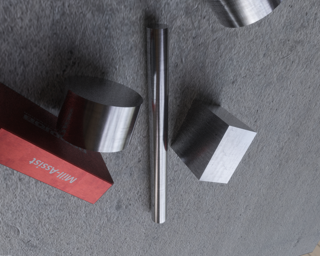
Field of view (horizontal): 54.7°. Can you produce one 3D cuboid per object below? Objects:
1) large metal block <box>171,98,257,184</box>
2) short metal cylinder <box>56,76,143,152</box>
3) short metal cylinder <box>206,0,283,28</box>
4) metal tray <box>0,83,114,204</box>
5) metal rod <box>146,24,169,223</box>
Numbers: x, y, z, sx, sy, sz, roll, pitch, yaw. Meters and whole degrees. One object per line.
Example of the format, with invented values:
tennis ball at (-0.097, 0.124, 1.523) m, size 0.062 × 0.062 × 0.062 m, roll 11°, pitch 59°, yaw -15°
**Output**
large metal block at (0.069, 0.017, 0.419) m, size 0.050 × 0.080 × 0.079 m, roll 13°, pitch 112°, yaw -34°
short metal cylinder at (-0.063, -0.017, 0.326) m, size 0.081 × 0.080 × 0.050 m, roll 5°, pitch 116°, yaw -31°
short metal cylinder at (0.085, -0.153, 0.323) m, size 0.080 × 0.080 × 0.050 m, roll -45°, pitch 129°, yaw 3°
metal tray at (-0.113, 0.017, 0.312) m, size 0.030 × 0.090 × 0.130 m, roll -47°, pitch 129°, yaw 6°
metal rod at (-0.002, 0.016, 0.415) m, size 0.025 × 0.025 × 0.298 m, roll -14°, pitch 124°, yaw -21°
